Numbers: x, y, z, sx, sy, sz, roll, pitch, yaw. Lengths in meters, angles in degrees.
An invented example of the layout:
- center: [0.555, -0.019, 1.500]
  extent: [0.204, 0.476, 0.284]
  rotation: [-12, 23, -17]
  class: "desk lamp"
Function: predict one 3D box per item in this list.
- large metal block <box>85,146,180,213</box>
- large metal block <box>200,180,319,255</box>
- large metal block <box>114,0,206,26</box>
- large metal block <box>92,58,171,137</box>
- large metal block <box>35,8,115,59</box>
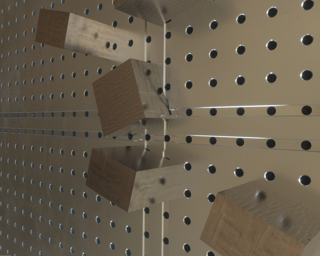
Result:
- center: [-0.035, 0.061, 0.401]
  extent: [0.080, 0.081, 0.050]
  rotation: [20, 103, 38]
  class: "large metal block"
- center: [0.099, 0.096, 0.291]
  extent: [0.080, 0.081, 0.050]
  rotation: [28, 107, 36]
  class: "large metal block"
- center: [-0.001, -0.173, 0.373]
  extent: [0.080, 0.081, 0.050]
  rotation: [-15, 81, 38]
  class: "large metal block"
- center: [-0.041, -0.038, 0.425]
  extent: [0.080, 0.050, 0.080]
  rotation: [-23, 76, 37]
  class: "large metal block"
- center: [-0.132, -0.145, 0.479]
  extent: [0.080, 0.081, 0.050]
  rotation: [22, 104, 37]
  class: "large metal block"
